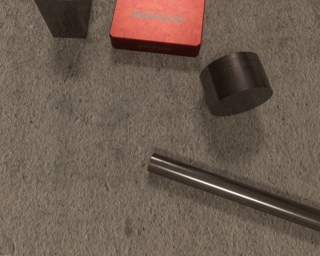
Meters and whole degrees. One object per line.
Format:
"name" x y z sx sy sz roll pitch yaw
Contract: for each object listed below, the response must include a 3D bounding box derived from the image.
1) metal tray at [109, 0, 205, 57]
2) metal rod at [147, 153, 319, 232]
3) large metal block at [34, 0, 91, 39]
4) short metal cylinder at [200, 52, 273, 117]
"metal tray" -0.002 -0.158 0.463 0.131 0.030 0.090 7 70 2
"metal rod" 0.130 0.091 0.376 0.301 0.025 0.025 19 71 6
"large metal block" -0.135 -0.187 0.446 0.050 0.080 0.080 2 70 0
"short metal cylinder" 0.097 -0.054 0.400 0.081 0.080 0.050 -12 71 -5
